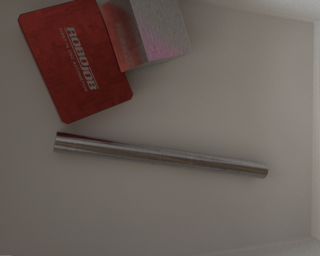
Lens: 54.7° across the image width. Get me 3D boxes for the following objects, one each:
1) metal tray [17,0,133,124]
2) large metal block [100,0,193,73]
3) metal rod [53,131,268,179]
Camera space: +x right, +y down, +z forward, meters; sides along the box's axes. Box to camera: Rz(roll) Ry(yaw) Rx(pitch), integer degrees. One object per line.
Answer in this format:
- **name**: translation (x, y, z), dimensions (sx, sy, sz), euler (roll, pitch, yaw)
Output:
- **metal tray**: translation (-0.099, -0.080, 0.372), dimensions (0.091, 0.030, 0.129), euler (-24, 98, -19)
- **large metal block**: translation (-0.014, -0.119, 0.377), dimensions (0.081, 0.050, 0.080), euler (-24, 99, -43)
- **metal rod**: translation (0.016, 0.040, 0.417), dimensions (0.302, 0.025, 0.025), euler (10, 87, -20)
